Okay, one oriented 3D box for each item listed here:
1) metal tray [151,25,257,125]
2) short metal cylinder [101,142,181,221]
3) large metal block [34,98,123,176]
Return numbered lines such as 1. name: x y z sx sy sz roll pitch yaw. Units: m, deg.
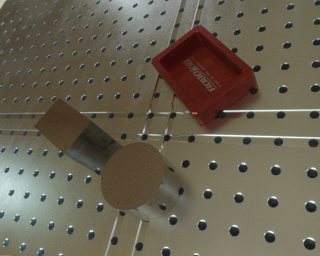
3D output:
1. metal tray: 0.055 -0.076 0.422 0.090 0.030 0.130 -36 51 4
2. short metal cylinder: -0.021 0.063 0.365 0.080 0.050 0.080 -13 56 21
3. large metal block: -0.108 0.013 0.422 0.080 0.080 0.050 31 79 38
